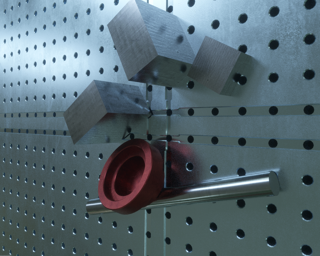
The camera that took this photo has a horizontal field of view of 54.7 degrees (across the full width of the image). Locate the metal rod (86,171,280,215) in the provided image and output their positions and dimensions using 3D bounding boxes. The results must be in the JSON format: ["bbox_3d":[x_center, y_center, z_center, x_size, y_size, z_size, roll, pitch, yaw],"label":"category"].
[{"bbox_3d":[0.004,0.092,0.406,0.299,0.025,0.025,-18,79,38],"label":"metal rod"}]

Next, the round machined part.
[{"bbox_3d":[-0.033,0.066,0.408,0.098,0.042,0.098,-27,44,31],"label":"round machined part"}]

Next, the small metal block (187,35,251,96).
[{"bbox_3d":[0.067,-0.071,0.355,0.050,0.025,0.050,38,113,33],"label":"small metal block"}]

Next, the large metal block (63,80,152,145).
[{"bbox_3d":[-0.074,-0.019,0.435,0.080,0.081,0.050,-39,67,33],"label":"large metal block"}]

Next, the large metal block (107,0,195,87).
[{"bbox_3d":[-0.007,-0.101,0.379,0.050,0.081,0.080,-34,69,35],"label":"large metal block"}]
